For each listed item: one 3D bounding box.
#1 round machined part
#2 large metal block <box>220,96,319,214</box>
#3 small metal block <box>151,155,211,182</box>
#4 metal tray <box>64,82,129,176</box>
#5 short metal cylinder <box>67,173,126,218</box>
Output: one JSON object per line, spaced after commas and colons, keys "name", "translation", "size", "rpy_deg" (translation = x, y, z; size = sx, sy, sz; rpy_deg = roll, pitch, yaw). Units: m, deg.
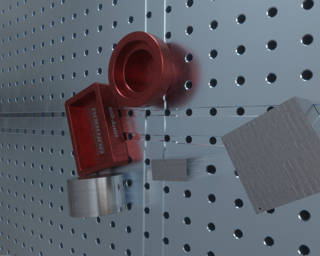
{"name": "round machined part", "translation": [-0.021, -0.075, 0.414], "size": [0.098, 0.042, 0.097], "rpy_deg": [0, 90, 39]}
{"name": "large metal block", "translation": [0.118, 0.026, 0.295], "size": [0.080, 0.050, 0.080], "rpy_deg": [-34, 69, 34]}
{"name": "small metal block", "translation": [0.026, 0.048, 0.370], "size": [0.050, 0.050, 0.025], "rpy_deg": [-6, 86, 39]}
{"name": "metal tray", "translation": [-0.102, 0.004, 0.487], "size": [0.090, 0.030, 0.129], "rpy_deg": [-23, 76, 37]}
{"name": "short metal cylinder", "translation": [-0.091, 0.095, 0.446], "size": [0.080, 0.081, 0.050], "rpy_deg": [-9, 85, 39]}
